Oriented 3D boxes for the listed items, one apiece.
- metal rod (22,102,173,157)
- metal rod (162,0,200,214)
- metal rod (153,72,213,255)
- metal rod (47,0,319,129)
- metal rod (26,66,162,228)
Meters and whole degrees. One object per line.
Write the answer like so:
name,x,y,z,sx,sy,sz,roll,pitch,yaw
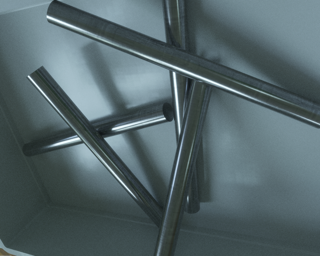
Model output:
metal rod,-0.112,0.009,0.471,0.300,0.025,0.025,-14,112,33
metal rod,0.030,-0.013,0.383,0.025,0.025,0.298,7,122,24
metal rod,0.020,0.082,0.370,0.025,0.025,0.298,15,100,19
metal rod,0.027,-0.067,0.321,0.301,0.025,0.025,22,127,2
metal rod,-0.075,0.041,0.444,0.025,0.025,0.299,-20,117,35
